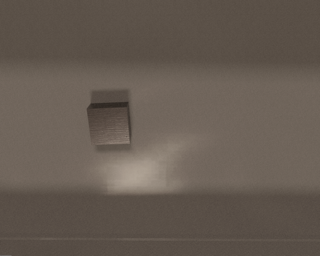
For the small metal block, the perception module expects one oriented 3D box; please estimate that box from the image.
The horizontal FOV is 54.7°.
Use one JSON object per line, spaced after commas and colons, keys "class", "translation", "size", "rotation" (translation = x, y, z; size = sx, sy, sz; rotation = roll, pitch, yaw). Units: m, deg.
{"class": "small metal block", "translation": [-0.066, -0.006, 0.408], "size": [0.050, 0.025, 0.050], "rotation": [-3, 110, 0]}
